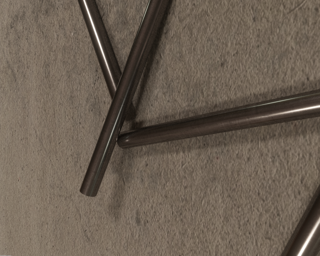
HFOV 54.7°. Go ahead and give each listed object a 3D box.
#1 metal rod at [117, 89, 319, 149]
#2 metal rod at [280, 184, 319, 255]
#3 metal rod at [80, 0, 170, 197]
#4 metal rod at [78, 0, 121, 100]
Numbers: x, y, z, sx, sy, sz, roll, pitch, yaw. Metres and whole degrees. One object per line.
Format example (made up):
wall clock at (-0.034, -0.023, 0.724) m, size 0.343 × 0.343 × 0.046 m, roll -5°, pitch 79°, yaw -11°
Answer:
metal rod at (0.062, -0.006, 0.352) m, size 0.300 × 0.025 × 0.025 m, roll -12°, pitch 83°, yaw 39°
metal rod at (0.131, 0.109, 0.284) m, size 0.025 × 0.025 × 0.298 m, roll 32°, pitch 113°, yaw 35°
metal rod at (-0.048, -0.045, 0.420) m, size 0.025 × 0.025 × 0.298 m, roll 28°, pitch 100°, yaw 36°
metal rod at (-0.105, -0.166, 0.488) m, size 0.025 × 0.025 × 0.299 m, roll -33°, pitch 70°, yaw 35°
